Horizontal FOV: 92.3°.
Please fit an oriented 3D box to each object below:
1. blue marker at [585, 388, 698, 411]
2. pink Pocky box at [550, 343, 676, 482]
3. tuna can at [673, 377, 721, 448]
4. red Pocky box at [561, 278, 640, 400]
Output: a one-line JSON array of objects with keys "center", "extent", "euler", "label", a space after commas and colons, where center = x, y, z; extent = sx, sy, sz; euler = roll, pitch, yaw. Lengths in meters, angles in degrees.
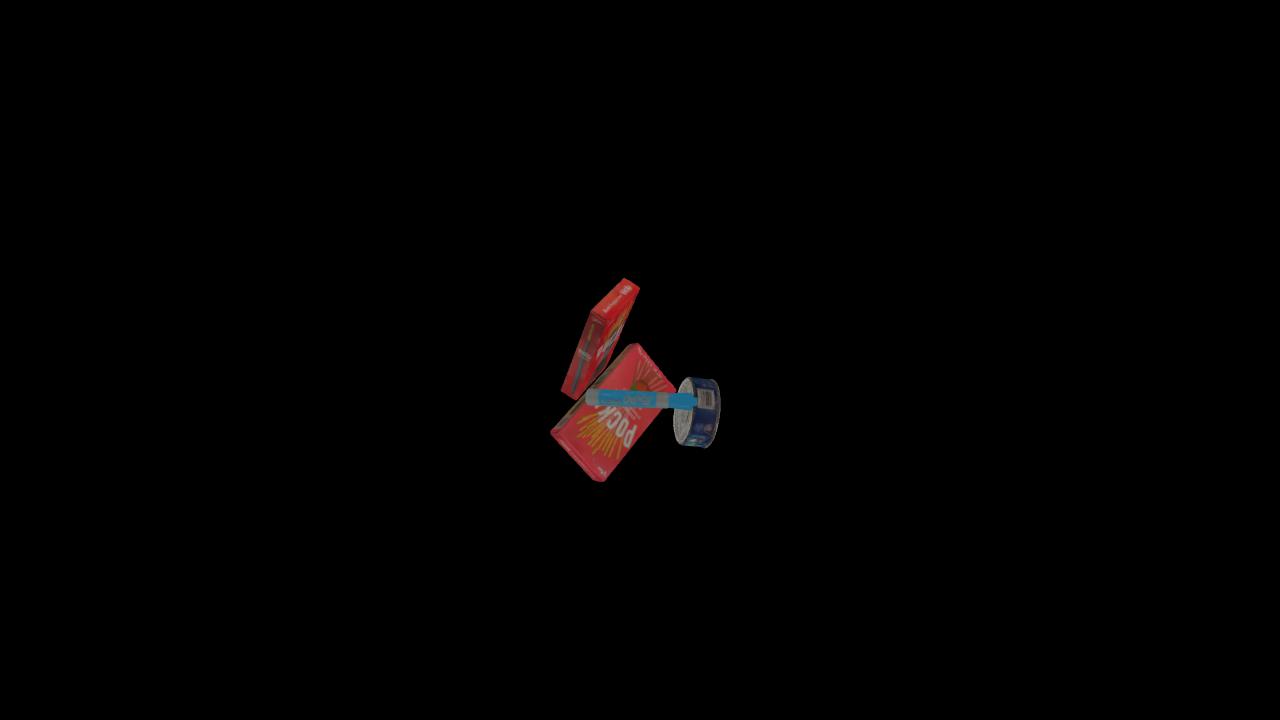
[{"center": [0.001, 0.042, 0.654], "extent": [0.121, 0.020, 0.020], "euler": [1, 0, 17], "label": "blue marker"}, {"center": [-0.028, 0.061, 0.736], "extent": [0.155, 0.084, 0.029], "euler": [-49, 20, -27], "label": "pink Pocky box"}, {"center": [0.067, 0.063, 0.740], "extent": [0.034, 0.084, 0.084], "euler": [8, -2, -12], "label": "tuna can"}, {"center": [-0.051, -0.023, 0.765], "extent": [0.028, 0.155, 0.083], "euler": [34, 46, 7], "label": "red Pocky box"}]
